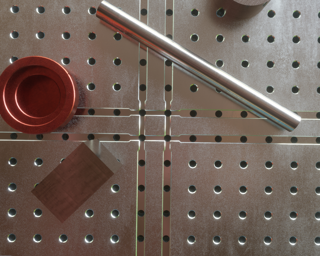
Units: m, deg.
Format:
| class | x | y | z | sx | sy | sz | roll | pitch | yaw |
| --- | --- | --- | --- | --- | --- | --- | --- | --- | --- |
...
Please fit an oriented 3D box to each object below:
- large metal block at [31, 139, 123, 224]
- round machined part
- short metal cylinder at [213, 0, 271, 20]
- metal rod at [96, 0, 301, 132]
| class | x | y | z | sx | sy | sz | roll | pitch | yaw |
| --- | --- | --- | --- | --- | --- | --- | --- | --- | --- |
| large metal block | -0.098 | 0.061 | 0.385 | 0.080 | 0.080 | 0.050 | -44 | 91 | 0 |
| round machined part | -0.154 | -0.041 | 0.403 | 0.099 | 0.042 | 0.097 | 0 | 90 | -1 |
| short metal cylinder | 0.111 | -0.189 | 0.402 | 0.081 | 0.050 | 0.079 | 0 | 90 | -1 |
| metal rod | 0.051 | -0.082 | 0.414 | 0.301 | 0.025 | 0.025 | 31 | 90 | -1 |
